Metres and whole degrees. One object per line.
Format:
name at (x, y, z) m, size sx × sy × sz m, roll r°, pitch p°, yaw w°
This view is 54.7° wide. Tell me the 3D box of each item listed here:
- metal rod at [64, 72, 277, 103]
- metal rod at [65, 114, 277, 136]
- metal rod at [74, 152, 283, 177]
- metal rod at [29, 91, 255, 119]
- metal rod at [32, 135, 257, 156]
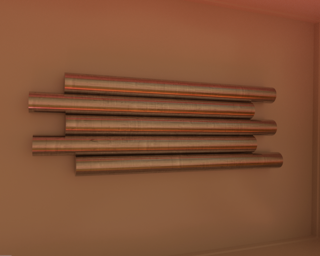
metal rod at (0.028, -0.052, 0.420) m, size 0.303 × 0.025 × 0.025 m, roll 1°, pitch 90°, yaw -21°
metal rod at (0.029, -0.002, 0.421) m, size 0.303 × 0.025 × 0.025 m, roll 1°, pitch 90°, yaw -21°
metal rod at (0.040, 0.048, 0.425) m, size 0.303 × 0.025 × 0.025 m, roll 1°, pitch 90°, yaw -21°
metal rod at (-0.008, -0.028, 0.407) m, size 0.303 × 0.025 × 0.025 m, roll 1°, pitch 90°, yaw -21°
metal rod at (-0.004, 0.022, 0.408) m, size 0.303 × 0.025 × 0.025 m, roll 1°, pitch 90°, yaw -21°
